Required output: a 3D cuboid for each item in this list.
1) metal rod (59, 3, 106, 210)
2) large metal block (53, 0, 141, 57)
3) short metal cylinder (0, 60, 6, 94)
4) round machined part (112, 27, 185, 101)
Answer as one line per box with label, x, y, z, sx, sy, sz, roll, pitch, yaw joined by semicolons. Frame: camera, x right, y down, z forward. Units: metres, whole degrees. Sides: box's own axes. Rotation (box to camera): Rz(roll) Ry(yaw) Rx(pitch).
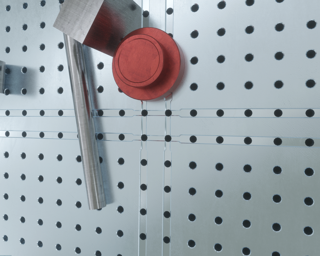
metal rod;-0.113;-0.033;0.450;0.025;0.025;0.298;-10;87;19
large metal block;-0.081;-0.149;0.411;0.050;0.080;0.080;33;100;17
short metal cylinder;-0.286;-0.083;0.482;0.080;0.080;0.050;6;92;19
round machined part;-0.020;-0.085;0.410;0.098;0.042;0.097;0;90;19
